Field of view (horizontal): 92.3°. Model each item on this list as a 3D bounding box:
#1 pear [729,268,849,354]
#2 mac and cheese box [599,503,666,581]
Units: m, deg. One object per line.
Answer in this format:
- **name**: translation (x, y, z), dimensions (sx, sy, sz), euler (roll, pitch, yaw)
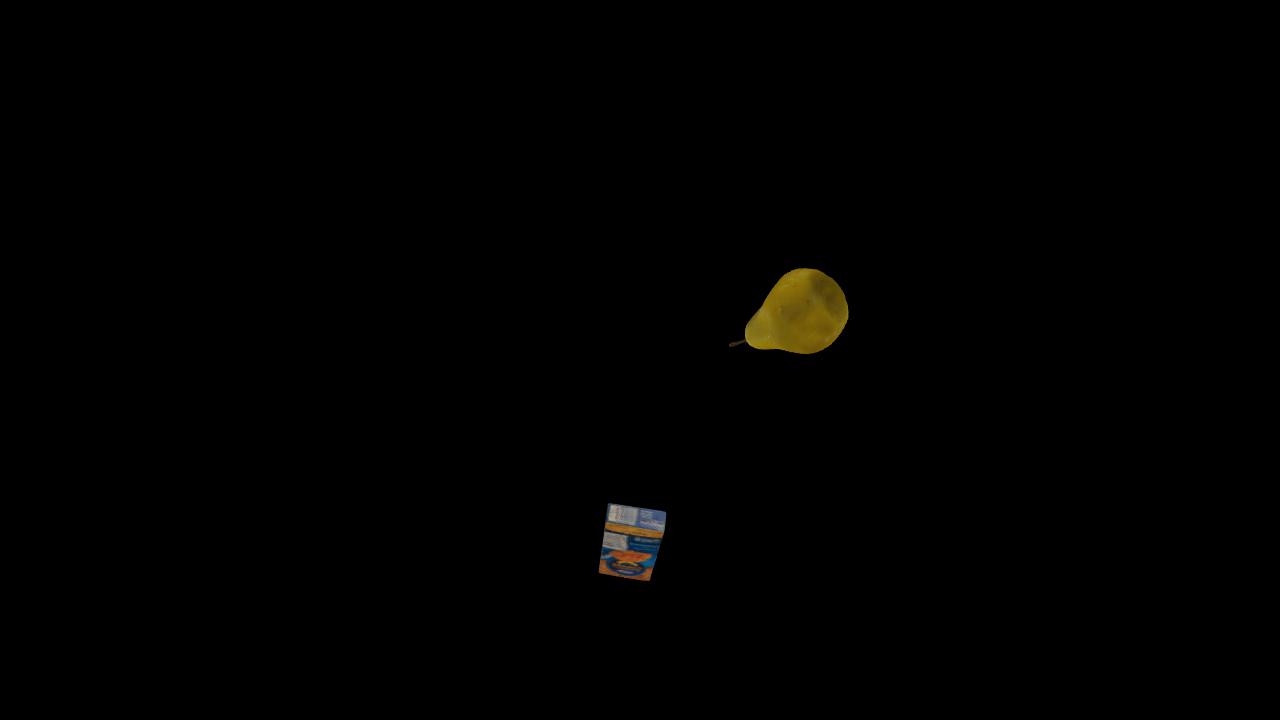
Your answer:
- **pear**: translation (0.132, -0.034, 0.561), dimensions (0.080, 0.080, 0.111), euler (0, -17, -35)
- **mac and cheese box**: translation (-0.015, 0.298, 0.996), dimensions (0.093, 0.041, 0.184), euler (8, -43, 0)
